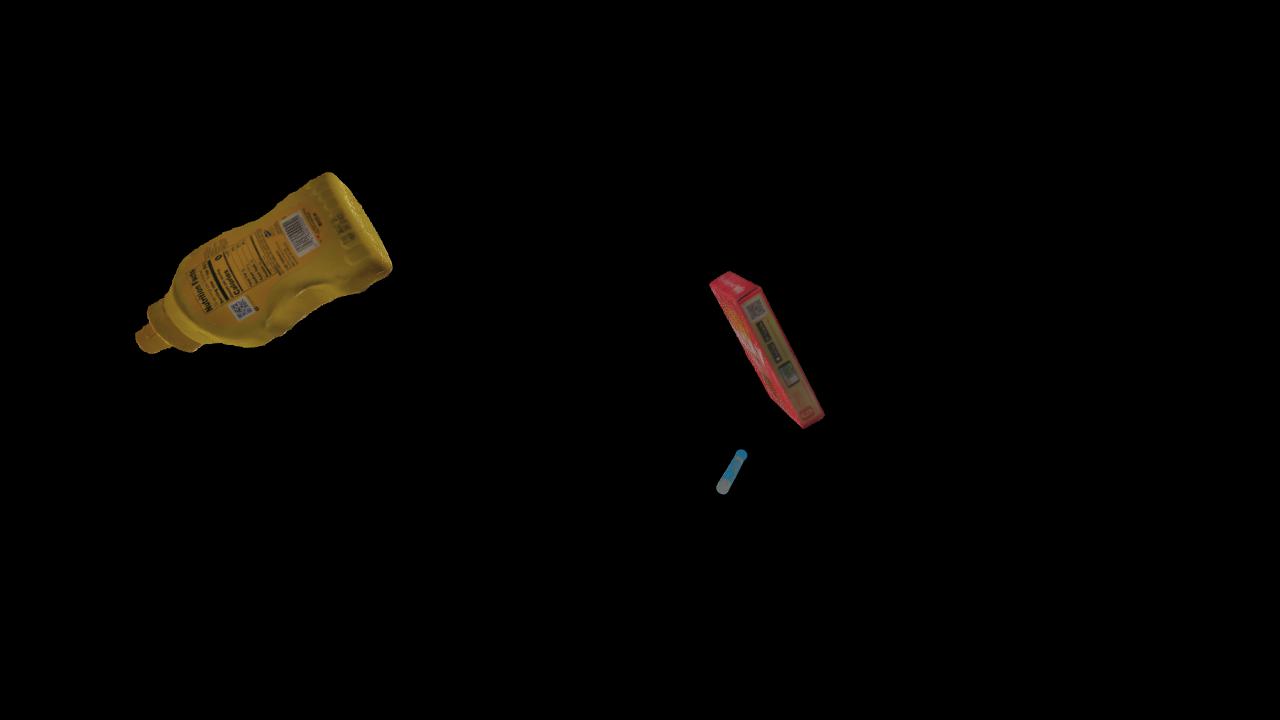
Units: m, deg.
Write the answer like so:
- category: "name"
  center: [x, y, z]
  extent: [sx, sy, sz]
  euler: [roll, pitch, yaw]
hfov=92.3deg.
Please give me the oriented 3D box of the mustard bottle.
- category: "mustard bottle"
  center: [-0.287, -0.059, 0.459]
  extent: [0.184, 0.092, 0.054]
  euler: [-32, -7, -5]

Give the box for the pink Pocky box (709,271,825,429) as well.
- category: "pink Pocky box"
  center: [0.125, -0.011, 0.608]
  extent: [0.029, 0.155, 0.084]
  euler: [-32, 22, 0]

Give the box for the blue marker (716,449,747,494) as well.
- category: "blue marker"
  center: [0.142, 0.167, 0.938]
  extent: [0.020, 0.020, 0.121]
  euler: [0, 18, 24]
